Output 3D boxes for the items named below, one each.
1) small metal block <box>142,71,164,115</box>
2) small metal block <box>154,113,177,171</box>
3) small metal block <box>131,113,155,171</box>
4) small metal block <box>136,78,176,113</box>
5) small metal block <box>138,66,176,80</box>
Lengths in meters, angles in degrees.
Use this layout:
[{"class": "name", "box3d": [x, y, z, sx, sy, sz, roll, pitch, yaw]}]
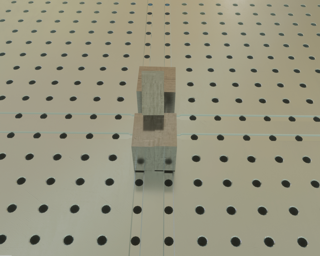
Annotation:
[{"class": "small metal block", "box3d": [-0.008, -0.043, 0.373, 0.025, 0.050, 0.050, 0, 8, 1]}, {"class": "small metal block", "box3d": [0.007, 0.017, 0.376, 0.025, 0.050, 0.050, 1, 50, 1]}, {"class": "small metal block", "box3d": [-0.019, 0.017, 0.376, 0.025, 0.050, 0.050, 1, 50, 1]}, {"class": "small metal block", "box3d": [-0.005, -0.040, 0.424, 0.050, 0.050, 0.025, 2, 50, 1]}, {"class": "small metal block", "box3d": [-0.004, -0.060, 0.441, 0.050, 0.050, 0.025, 2, 50, 1]}]
